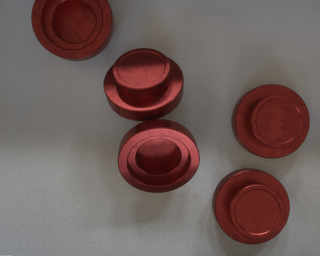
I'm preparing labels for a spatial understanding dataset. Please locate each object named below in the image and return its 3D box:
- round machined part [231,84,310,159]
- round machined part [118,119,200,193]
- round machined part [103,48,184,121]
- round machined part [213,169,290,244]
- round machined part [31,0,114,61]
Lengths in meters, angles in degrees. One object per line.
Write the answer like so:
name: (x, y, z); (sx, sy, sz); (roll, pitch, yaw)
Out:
round machined part: (0.147, -0.008, 0.404); (0.099, 0.042, 0.097); (0, 90, 0)
round machined part: (-0.002, 0.031, 0.389); (0.099, 0.042, 0.097); (-2, 120, -4)
round machined part: (-0.021, -0.060, 0.379); (0.099, 0.042, 0.098); (-2, 56, 3)
round machined part: (0.121, 0.104, 0.404); (0.099, 0.042, 0.097); (0, 90, 0)
round machined part: (-0.108, -0.135, 0.400); (0.099, 0.042, 0.097); (0, 93, -1)
